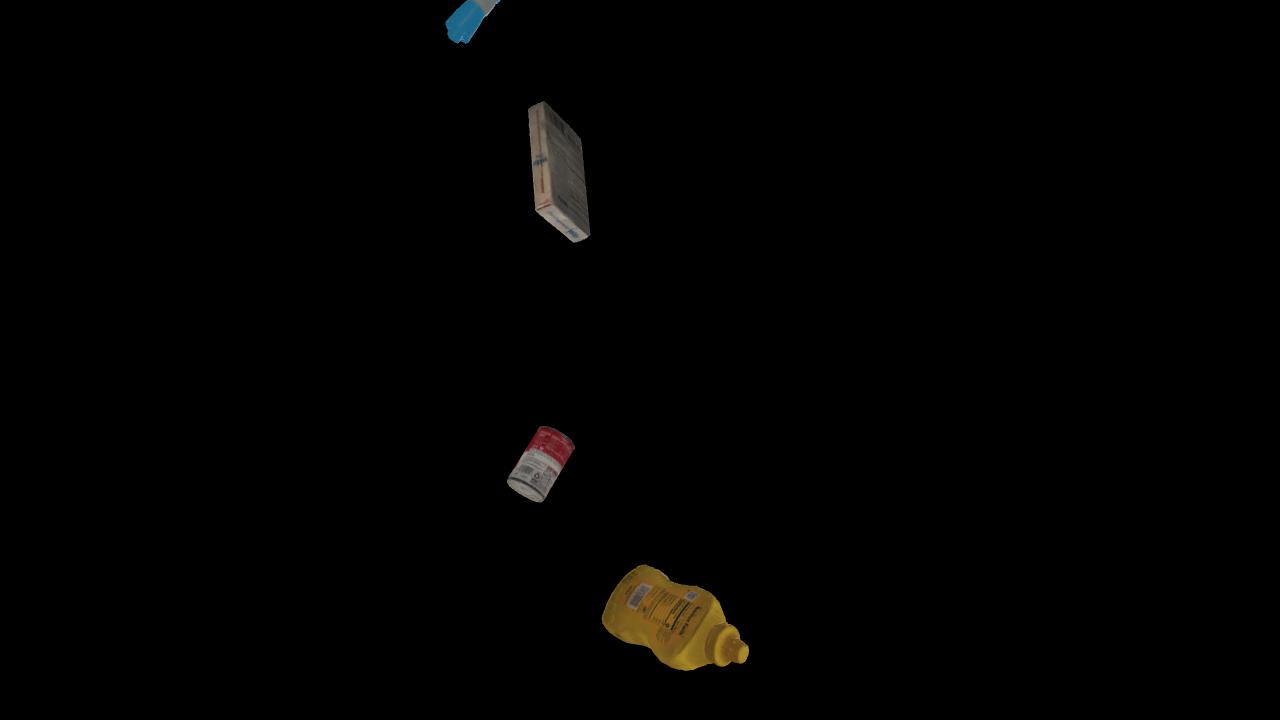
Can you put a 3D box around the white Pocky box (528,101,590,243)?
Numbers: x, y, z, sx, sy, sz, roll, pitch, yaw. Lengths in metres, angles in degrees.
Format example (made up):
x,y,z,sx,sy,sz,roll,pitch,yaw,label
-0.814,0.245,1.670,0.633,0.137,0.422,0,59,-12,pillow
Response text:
x,y,z,sx,sy,sz,roll,pitch,yaw,label
-0.097,-0.228,0.747,0.028,0.154,0.084,-17,-24,23,white Pocky box

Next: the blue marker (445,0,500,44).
x,y,z,sx,sy,sz,roll,pitch,yaw,label
-0.100,-0.274,0.441,0.020,0.121,0.020,29,-13,7,blue marker

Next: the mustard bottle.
x,y,z,sx,sy,sz,roll,pitch,yaw,label
0.044,0.293,0.685,0.184,0.054,0.092,2,35,47,mustard bottle

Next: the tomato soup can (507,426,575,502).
x,y,z,sx,sy,sz,roll,pitch,yaw,label
-0.155,0.164,0.968,0.068,0.101,0.068,21,-32,13,tomato soup can
